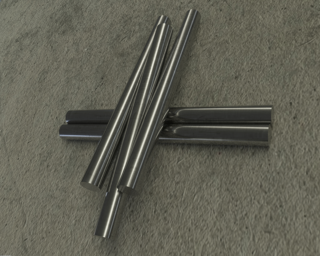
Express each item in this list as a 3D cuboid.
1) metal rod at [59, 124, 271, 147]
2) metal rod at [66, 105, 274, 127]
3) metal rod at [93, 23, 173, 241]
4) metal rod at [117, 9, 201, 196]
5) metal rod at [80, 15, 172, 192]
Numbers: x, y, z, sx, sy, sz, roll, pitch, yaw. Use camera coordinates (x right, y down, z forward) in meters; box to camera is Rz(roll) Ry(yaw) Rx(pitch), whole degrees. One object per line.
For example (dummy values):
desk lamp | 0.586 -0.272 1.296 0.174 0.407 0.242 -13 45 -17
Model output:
metal rod | -0.013 0.007 0.408 0.300 0.025 0.025 0 62 28
metal rod | -0.006 -0.015 0.418 0.300 0.025 0.025 0 62 28
metal rod | -0.026 -0.014 0.393 0.025 0.025 0.300 0 61 28
metal rod | 0.009 -0.054 0.405 0.025 0.025 0.300 1 54 28
metal rod | -0.036 -0.054 0.429 0.025 0.025 0.300 1 54 28
